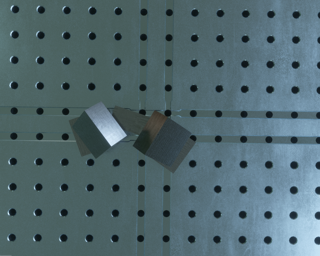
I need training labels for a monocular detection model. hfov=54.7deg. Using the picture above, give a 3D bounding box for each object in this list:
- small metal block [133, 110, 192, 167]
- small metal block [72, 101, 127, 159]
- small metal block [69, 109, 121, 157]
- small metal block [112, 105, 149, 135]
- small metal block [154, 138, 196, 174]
[{"bbox_3d":[0.004,0.014,0.374,0.050,0.025,0.050,32,89,-45],"label":"small metal block"},{"bbox_3d":[-0.074,0.004,0.372,0.025,0.050,0.050,-37,91,-39],"label":"small metal block"},{"bbox_3d":[-0.086,0.005,0.412,0.050,0.025,0.050,-19,90,-1],"label":"small metal block"},{"bbox_3d":[-0.035,-0.008,0.400,0.050,0.050,0.025,19,90,-1],"label":"small metal block"},{"bbox_3d":[0.012,0.024,0.414,0.050,0.025,0.050,36,90,-1],"label":"small metal block"}]
